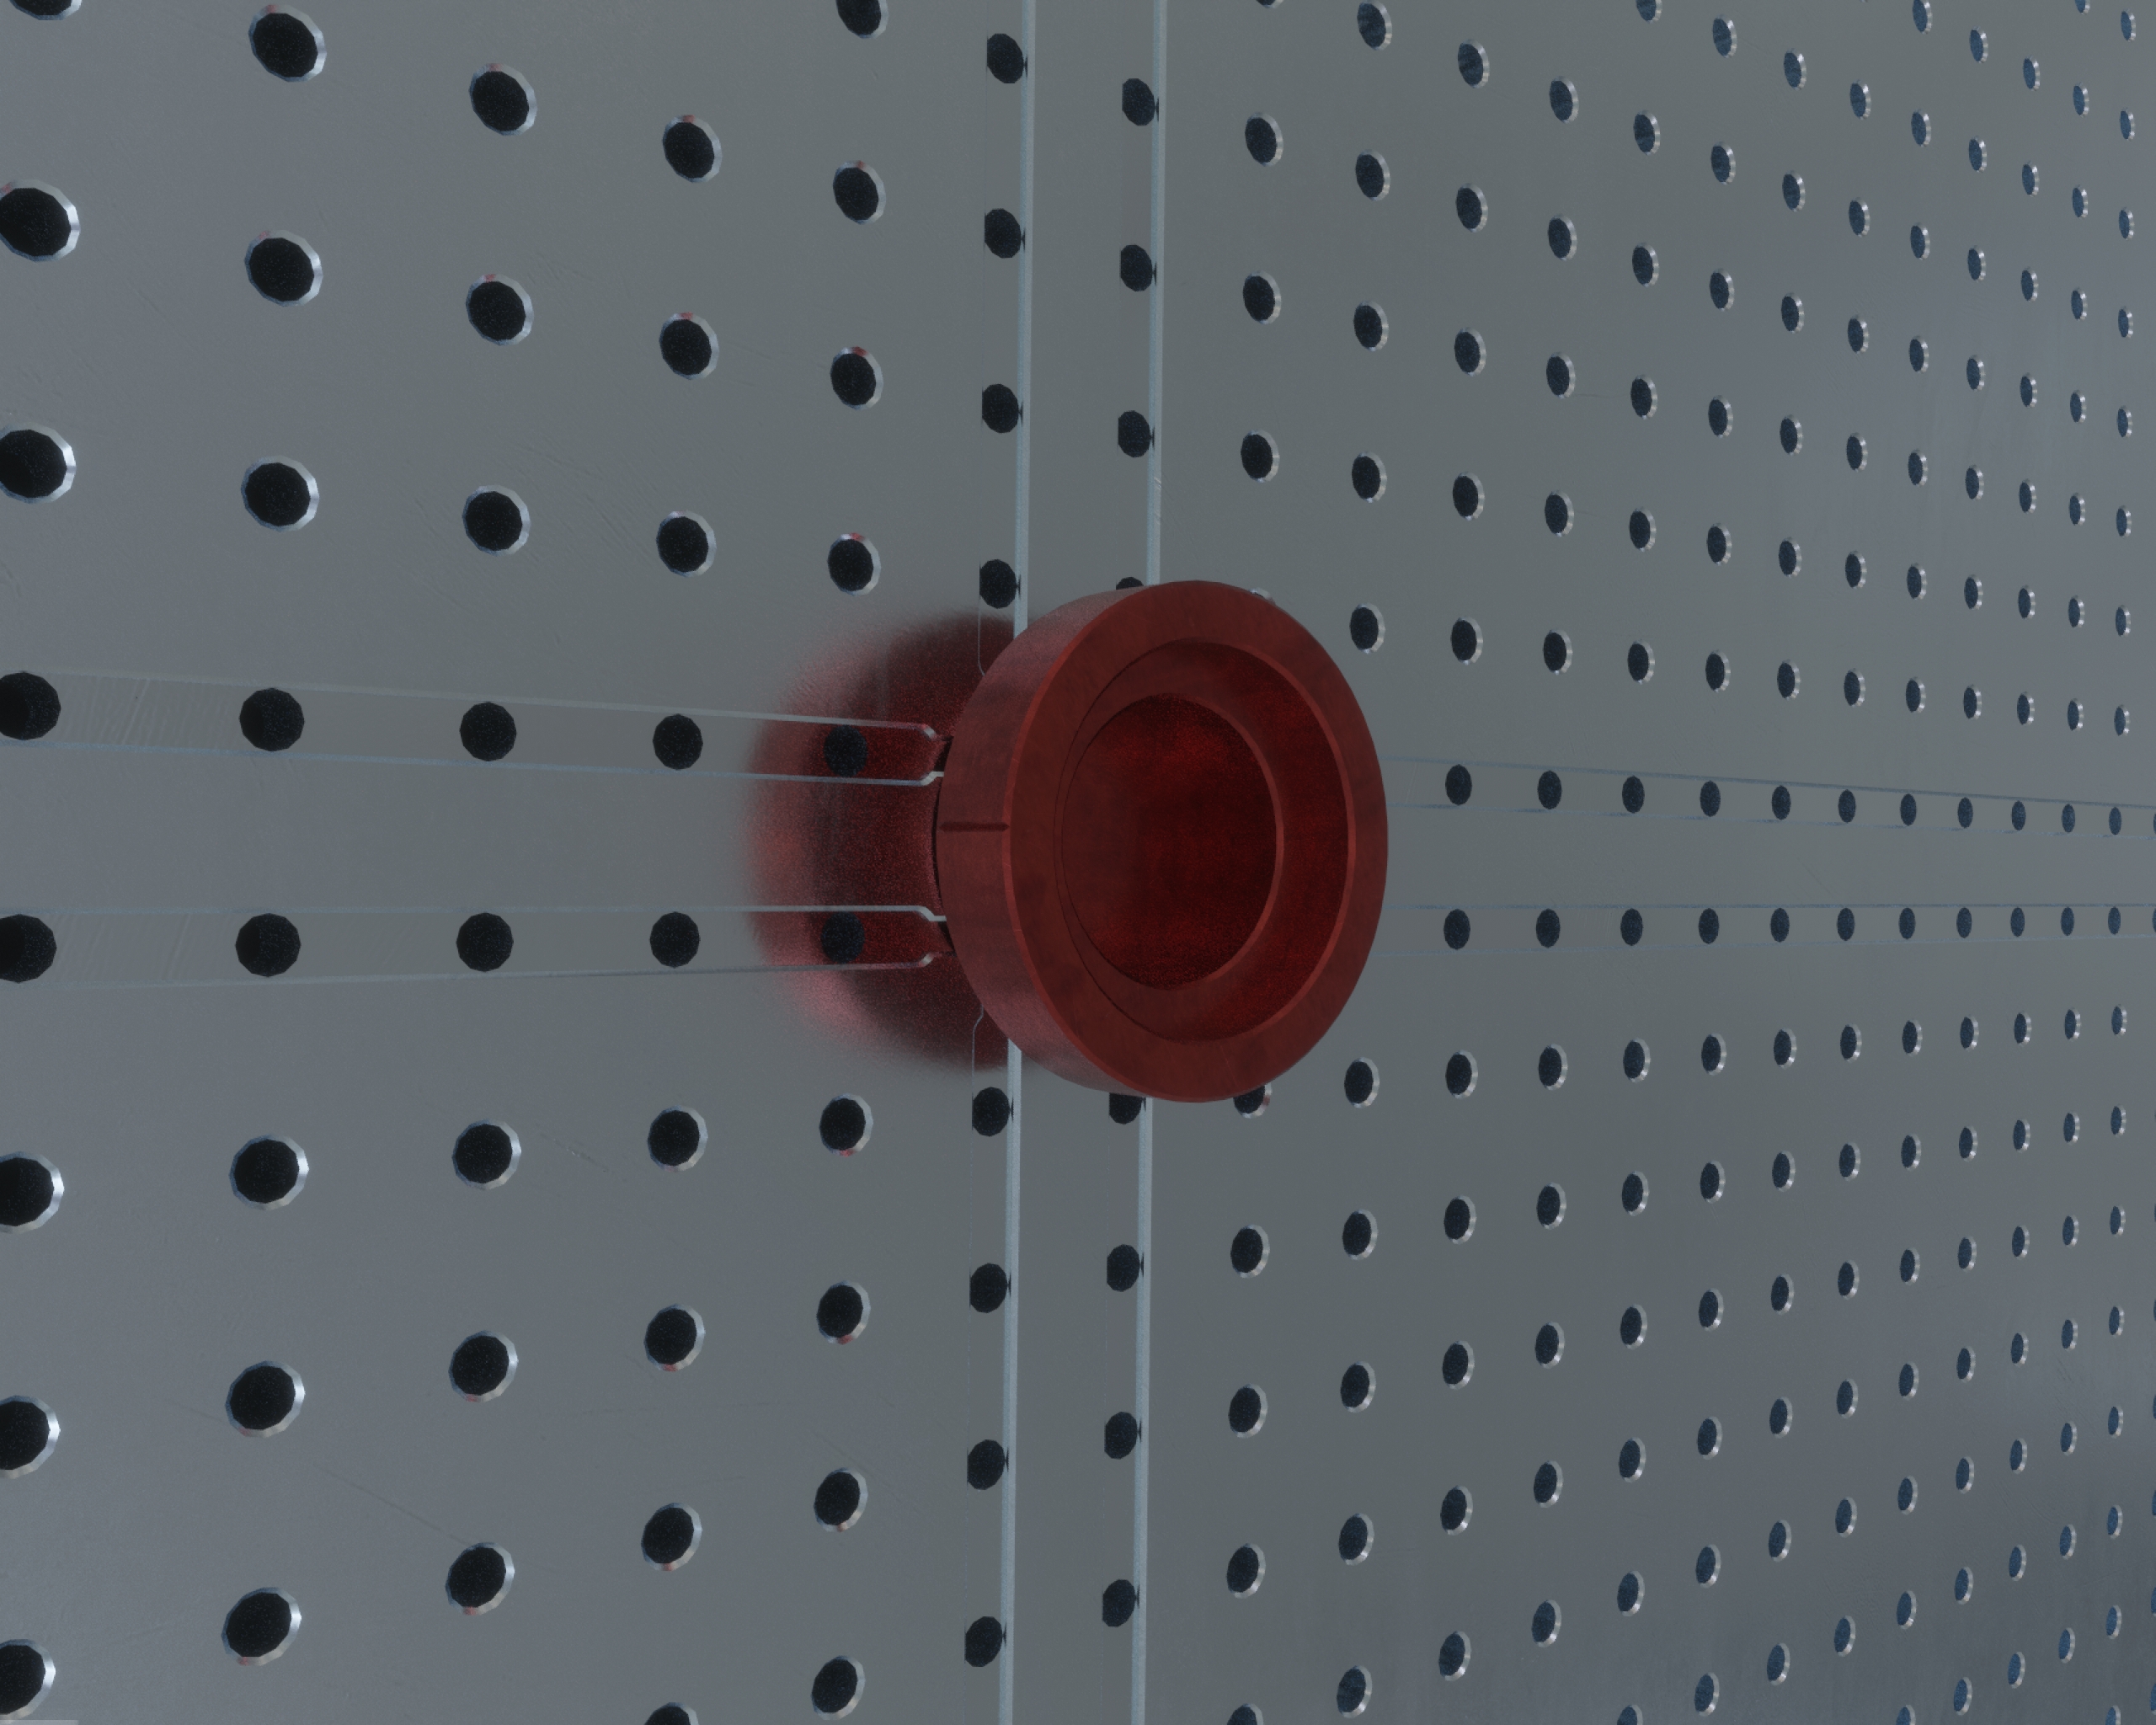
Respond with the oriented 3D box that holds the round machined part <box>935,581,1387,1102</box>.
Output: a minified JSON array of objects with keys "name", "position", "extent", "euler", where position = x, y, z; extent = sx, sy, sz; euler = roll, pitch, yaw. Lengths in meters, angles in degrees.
[{"name":"round machined part","position":[0.012,-0.004,0.406],"extent":[0.099,0.042,0.097],"euler":[0,90,-40]}]
